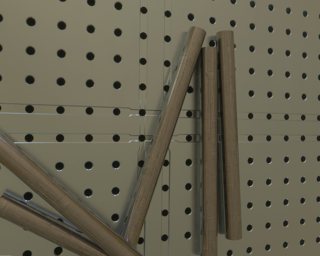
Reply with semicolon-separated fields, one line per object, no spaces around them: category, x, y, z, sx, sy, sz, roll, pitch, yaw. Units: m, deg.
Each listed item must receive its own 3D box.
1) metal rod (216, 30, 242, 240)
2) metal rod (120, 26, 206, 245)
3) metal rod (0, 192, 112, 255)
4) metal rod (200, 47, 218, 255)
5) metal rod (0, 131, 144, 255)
metal rod;0.101;0.011;0.451;0.025;0.025;0.298;-3;91;-20
metal rod;0.006;0.005;0.415;0.025;0.025;0.299;21;83;-19
metal rod;-0.063;0.164;0.390;0.301;0.025;0.025;35;79;-17
metal rod;0.069;0.037;0.439;0.025;0.025;0.298;0;90;-20
metal rod;-0.121;0.075;0.356;0.300;0.025;0.025;45;76;-10
